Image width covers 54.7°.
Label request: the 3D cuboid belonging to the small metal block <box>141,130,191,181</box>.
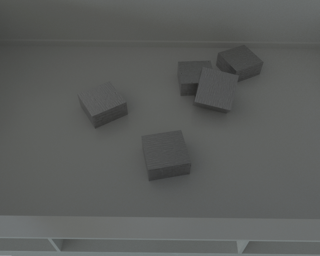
[{"bbox_3d":[0.007,0.033,0.377,0.050,0.025,0.050,-8,51,-7],"label":"small metal block"}]

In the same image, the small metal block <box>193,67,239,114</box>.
[{"bbox_3d":[0.076,-0.052,0.430,0.050,0.025,0.050,14,83,0],"label":"small metal block"}]

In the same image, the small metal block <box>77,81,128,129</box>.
[{"bbox_3d":[-0.080,-0.033,0.432,0.050,0.025,0.050,-25,55,-20],"label":"small metal block"}]

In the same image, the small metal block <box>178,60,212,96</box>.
[{"bbox_3d":[0.054,-0.076,0.469,0.050,0.025,0.050,-3,50,-2],"label":"small metal block"}]

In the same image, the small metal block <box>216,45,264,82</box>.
[{"bbox_3d":[0.125,-0.102,0.491,0.050,0.025,0.050,-20,53,-17],"label":"small metal block"}]
